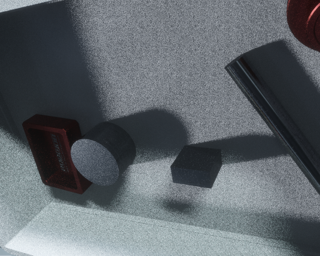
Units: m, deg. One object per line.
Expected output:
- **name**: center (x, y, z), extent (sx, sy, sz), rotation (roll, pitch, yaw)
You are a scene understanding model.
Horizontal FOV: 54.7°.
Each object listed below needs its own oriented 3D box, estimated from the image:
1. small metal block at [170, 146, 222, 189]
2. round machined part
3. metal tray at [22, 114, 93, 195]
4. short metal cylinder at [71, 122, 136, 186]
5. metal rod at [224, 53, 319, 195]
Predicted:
- **small metal block**: center (0.048, 0.048, 0.396), extent (0.050, 0.050, 0.025), rotation (5, 120, 25)
- **round machined part**: center (0.150, -0.092, 0.237), extent (0.098, 0.042, 0.098), rotation (13, 149, 8)
- **metal tray**: center (-0.169, 0.045, 0.519), extent (0.090, 0.030, 0.129), rotation (8, 122, 23)
- **short metal cylinder**: center (-0.083, 0.038, 0.458), extent (0.080, 0.050, 0.079), rotation (13, 124, 20)
- **metal rod**: center (0.171, 0.045, 0.345), extent (0.025, 0.025, 0.300), rotation (-33, 101, 38)
